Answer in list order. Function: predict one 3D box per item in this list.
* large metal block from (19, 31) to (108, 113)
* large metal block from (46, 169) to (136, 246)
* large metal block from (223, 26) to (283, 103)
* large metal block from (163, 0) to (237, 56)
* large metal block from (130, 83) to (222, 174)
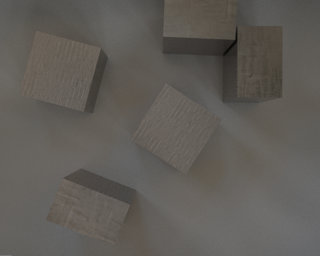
[{"bbox_3d":[-0.120,-0.068,0.398,0.080,0.050,0.080,15,90,0],"label":"large metal block"},{"bbox_3d":[-0.080,0.093,0.383,0.080,0.080,0.050,22,90,0],"label":"large metal block"},{"bbox_3d":[0.111,-0.074,0.384,0.050,0.080,0.080,0,90,0],"label":"large metal block"},{"bbox_3d":[0.045,-0.125,0.384,0.081,0.080,0.050,2,90,0],"label":"large metal block"},{"bbox_3d":[0.019,0.001,0.399,0.080,0.050,0.080,33,90,0],"label":"large metal block"}]
